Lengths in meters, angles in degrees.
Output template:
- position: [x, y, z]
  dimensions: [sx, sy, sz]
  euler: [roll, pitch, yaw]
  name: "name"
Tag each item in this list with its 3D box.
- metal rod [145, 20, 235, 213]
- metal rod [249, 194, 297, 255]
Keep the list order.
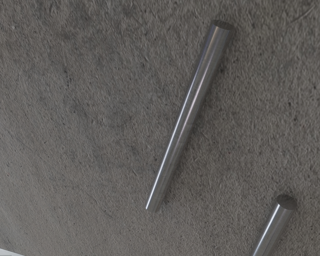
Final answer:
- position: [0.026, 0.010, 0.399]
  dimensions: [0.025, 0.025, 0.298]
  euler: [27, 128, 11]
  name: "metal rod"
- position: [0.139, 0.213, 0.465]
  dimensions: [0.025, 0.025, 0.298]
  euler: [20, 126, 16]
  name: "metal rod"
